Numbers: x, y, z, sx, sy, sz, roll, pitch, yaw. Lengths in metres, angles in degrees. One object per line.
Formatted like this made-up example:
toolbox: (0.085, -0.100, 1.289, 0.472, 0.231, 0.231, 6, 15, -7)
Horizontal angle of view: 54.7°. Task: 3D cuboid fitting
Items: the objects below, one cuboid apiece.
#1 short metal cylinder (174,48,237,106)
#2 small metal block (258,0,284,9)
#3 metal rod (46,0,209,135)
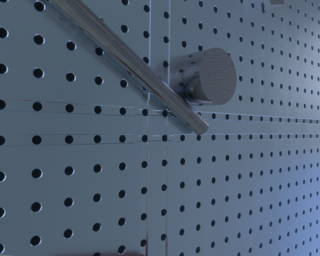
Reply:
short metal cylinder: (0.067, -0.072, 0.451, 0.081, 0.050, 0.079, 0, 91, -40)
small metal block: (0.208, -0.256, 0.587, 0.050, 0.025, 0.050, -19, 103, -39)
metal rod: (-0.034, -0.079, 0.381, 0.301, 0.025, 0.025, 39, 66, -33)
